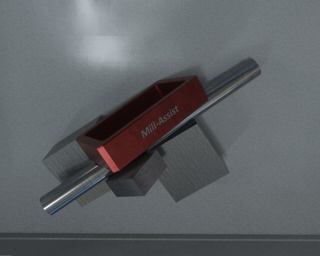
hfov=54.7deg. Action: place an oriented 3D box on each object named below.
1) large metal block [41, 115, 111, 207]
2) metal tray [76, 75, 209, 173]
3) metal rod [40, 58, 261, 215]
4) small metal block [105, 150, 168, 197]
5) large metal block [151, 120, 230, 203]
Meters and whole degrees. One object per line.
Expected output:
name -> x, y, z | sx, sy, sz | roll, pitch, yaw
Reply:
large metal block -> -0.091, 0.043, 0.409 | 0.080, 0.050, 0.080 | -32, 107, 10
metal tray -> -0.021, -0.010, 0.343 | 0.131, 0.090, 0.030 | -38, 110, -21
metal rod -> -0.007, 0.007, 0.373 | 0.301, 0.025, 0.025 | -34, 108, -5
small metal block -> -0.028, 0.054, 0.364 | 0.050, 0.050, 0.025 | -14, 114, 44
large metal block -> 0.033, 0.038, 0.411 | 0.080, 0.050, 0.080 | -32, 107, 10
